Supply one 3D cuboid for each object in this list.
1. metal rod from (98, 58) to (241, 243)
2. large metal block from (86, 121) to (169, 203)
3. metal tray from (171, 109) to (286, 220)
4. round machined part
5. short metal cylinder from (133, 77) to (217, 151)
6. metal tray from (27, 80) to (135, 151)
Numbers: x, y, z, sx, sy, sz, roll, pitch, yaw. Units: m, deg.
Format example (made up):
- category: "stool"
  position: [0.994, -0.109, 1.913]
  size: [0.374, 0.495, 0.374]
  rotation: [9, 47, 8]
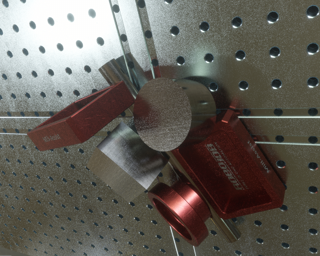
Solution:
- category: "metal rod"
  position: [0.019, 0.038, 0.419]
  size: [0.025, 0.025, 0.299]
  rotation: [-28, 103, 37]
- category: "large metal block"
  position: [-0.047, 0.049, 0.422]
  size: [0.080, 0.050, 0.080]
  rotation: [41, 147, 0]
- category: "metal tray"
  position: [0.084, 0.051, 0.390]
  size: [0.090, 0.030, 0.130]
  rotation: [-28, 103, 37]
- category: "round machined part"
  position: [0.031, 0.112, 0.430]
  size: [0.098, 0.042, 0.098]
  rotation: [42, 159, 21]
- category: "short metal cylinder"
  position: [0.016, -0.016, 0.353]
  size: [0.080, 0.050, 0.079]
  rotation: [5, 97, 39]
- category: "metal tray"
  position: [-0.102, -0.013, 0.392]
  size: [0.130, 0.090, 0.030]
  rotation: [-11, 115, 48]
